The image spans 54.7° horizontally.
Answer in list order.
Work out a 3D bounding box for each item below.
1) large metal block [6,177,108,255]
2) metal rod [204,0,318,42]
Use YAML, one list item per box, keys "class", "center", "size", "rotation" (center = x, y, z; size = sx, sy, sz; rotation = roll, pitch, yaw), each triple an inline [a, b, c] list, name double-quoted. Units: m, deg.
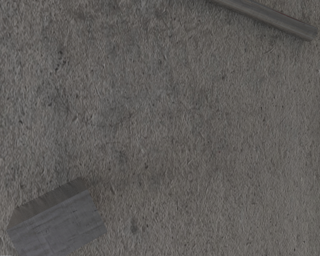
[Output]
- class: "large metal block"
  center: [-0.111, 0.100, 0.339]
  size: [0.081, 0.080, 0.050]
  rotation: [-26, 99, -18]
- class: "metal rod"
  center: [0.105, -0.183, 0.447]
  size: [0.302, 0.025, 0.025]
  rotation: [13, 86, -20]
